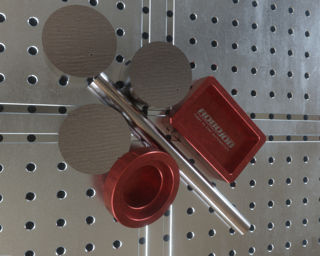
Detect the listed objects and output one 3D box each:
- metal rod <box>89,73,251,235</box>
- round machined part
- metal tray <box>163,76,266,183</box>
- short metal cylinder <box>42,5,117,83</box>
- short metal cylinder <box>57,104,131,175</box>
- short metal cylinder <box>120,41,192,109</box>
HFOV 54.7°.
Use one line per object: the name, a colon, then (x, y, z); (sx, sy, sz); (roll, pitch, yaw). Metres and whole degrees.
metal rod: (0.022, 0.043, 0.421); (0.300, 0.025, 0.025); (46, 76, -14)
round machined part: (-0.026, 0.069, 0.383); (0.099, 0.042, 0.097); (-14, 113, -35)
metal tray: (0.079, 0.003, 0.438); (0.130, 0.030, 0.090); (45, 77, -15)
short metal cylinder: (-0.095, -0.096, 0.364); (0.081, 0.050, 0.080); (0, 90, -20)
short metal cylinder: (-0.080, 0.012, 0.369); (0.081, 0.050, 0.080); (0, 90, -20)
short metal cylinder: (-0.006, -0.065, 0.396); (0.081, 0.050, 0.080); (0, 90, -20)
